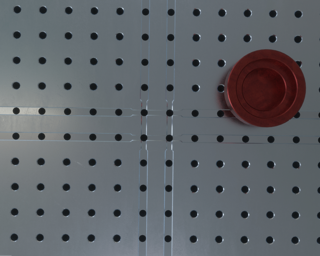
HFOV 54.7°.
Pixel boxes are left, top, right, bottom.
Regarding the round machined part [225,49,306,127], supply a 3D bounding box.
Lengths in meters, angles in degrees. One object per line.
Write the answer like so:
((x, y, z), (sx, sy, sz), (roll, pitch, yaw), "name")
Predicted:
((0.133, -0.049, 0.406), (0.099, 0.042, 0.097), (0, 90, 0), "round machined part")
